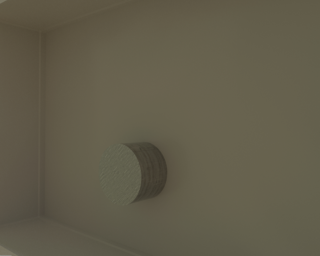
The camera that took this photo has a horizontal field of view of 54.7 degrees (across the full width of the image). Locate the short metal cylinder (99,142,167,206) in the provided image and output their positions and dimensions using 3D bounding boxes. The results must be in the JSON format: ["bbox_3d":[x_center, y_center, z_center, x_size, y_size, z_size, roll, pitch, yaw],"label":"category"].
[{"bbox_3d":[-0.037,0.060,0.419,0.080,0.050,0.079,0,90,39],"label":"short metal cylinder"}]
